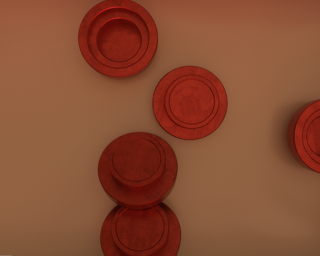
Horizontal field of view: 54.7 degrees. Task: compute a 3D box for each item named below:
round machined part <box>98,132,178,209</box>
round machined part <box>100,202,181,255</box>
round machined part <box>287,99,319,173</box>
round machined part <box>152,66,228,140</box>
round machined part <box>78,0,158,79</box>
[{"bbox_3d":[-0.027,0.046,0.381,0.099,0.042,0.098,0,59,0],"label":"round machined part"},{"bbox_3d":[-0.023,0.128,0.377,0.099,0.042,0.098,1,51,0],"label":"round machined part"},{"bbox_3d":[0.215,0.010,0.406,0.099,0.042,0.097,0,90,-1],"label":"round machined part"},{"bbox_3d":[0.039,-0.033,0.403,0.099,0.042,0.097,0,90,-1],"label":"round machined part"},{"bbox_3d":[-0.052,-0.112,0.402,0.099,0.042,0.097,0,90,-1],"label":"round machined part"}]
